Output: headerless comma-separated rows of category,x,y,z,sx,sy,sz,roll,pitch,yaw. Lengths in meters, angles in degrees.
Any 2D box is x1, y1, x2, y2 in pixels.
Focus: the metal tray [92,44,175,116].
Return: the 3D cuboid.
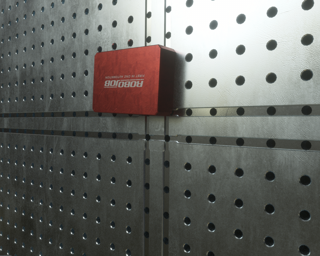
metal tray,-0.041,-0.064,0.438,0.130,0.030,0.089,5,93,39
